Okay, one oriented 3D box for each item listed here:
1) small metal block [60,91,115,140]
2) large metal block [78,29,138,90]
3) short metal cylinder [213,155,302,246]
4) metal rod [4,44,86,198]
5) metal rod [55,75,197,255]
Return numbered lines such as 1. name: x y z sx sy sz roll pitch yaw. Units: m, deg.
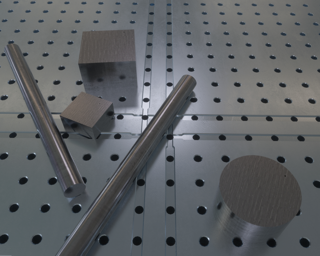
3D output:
1. small metal block: -0.098 -0.018 0.422 0.050 0.025 0.050 20 53 16
2. large metal block: -0.078 -0.107 0.481 0.081 0.050 0.080 -3 50 -3
3. short metal cylinder: 0.100 0.076 0.328 0.081 0.050 0.080 0 50 0
4. metal rod: -0.170 -0.029 0.430 0.025 0.025 0.300 -24 54 -19
5. metal rod: -0.025 0.032 0.380 0.025 0.025 0.301 22 53 17
